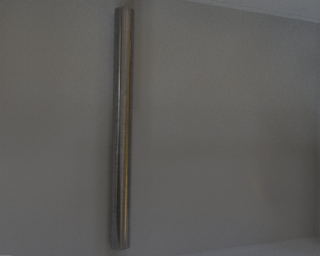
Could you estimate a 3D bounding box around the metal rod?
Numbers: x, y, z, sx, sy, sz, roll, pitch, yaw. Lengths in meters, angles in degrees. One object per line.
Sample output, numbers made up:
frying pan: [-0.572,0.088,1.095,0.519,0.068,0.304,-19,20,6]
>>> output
metal rod: [-0.048,0.001,0.392,0.025,0.025,0.298,1,90,-20]
